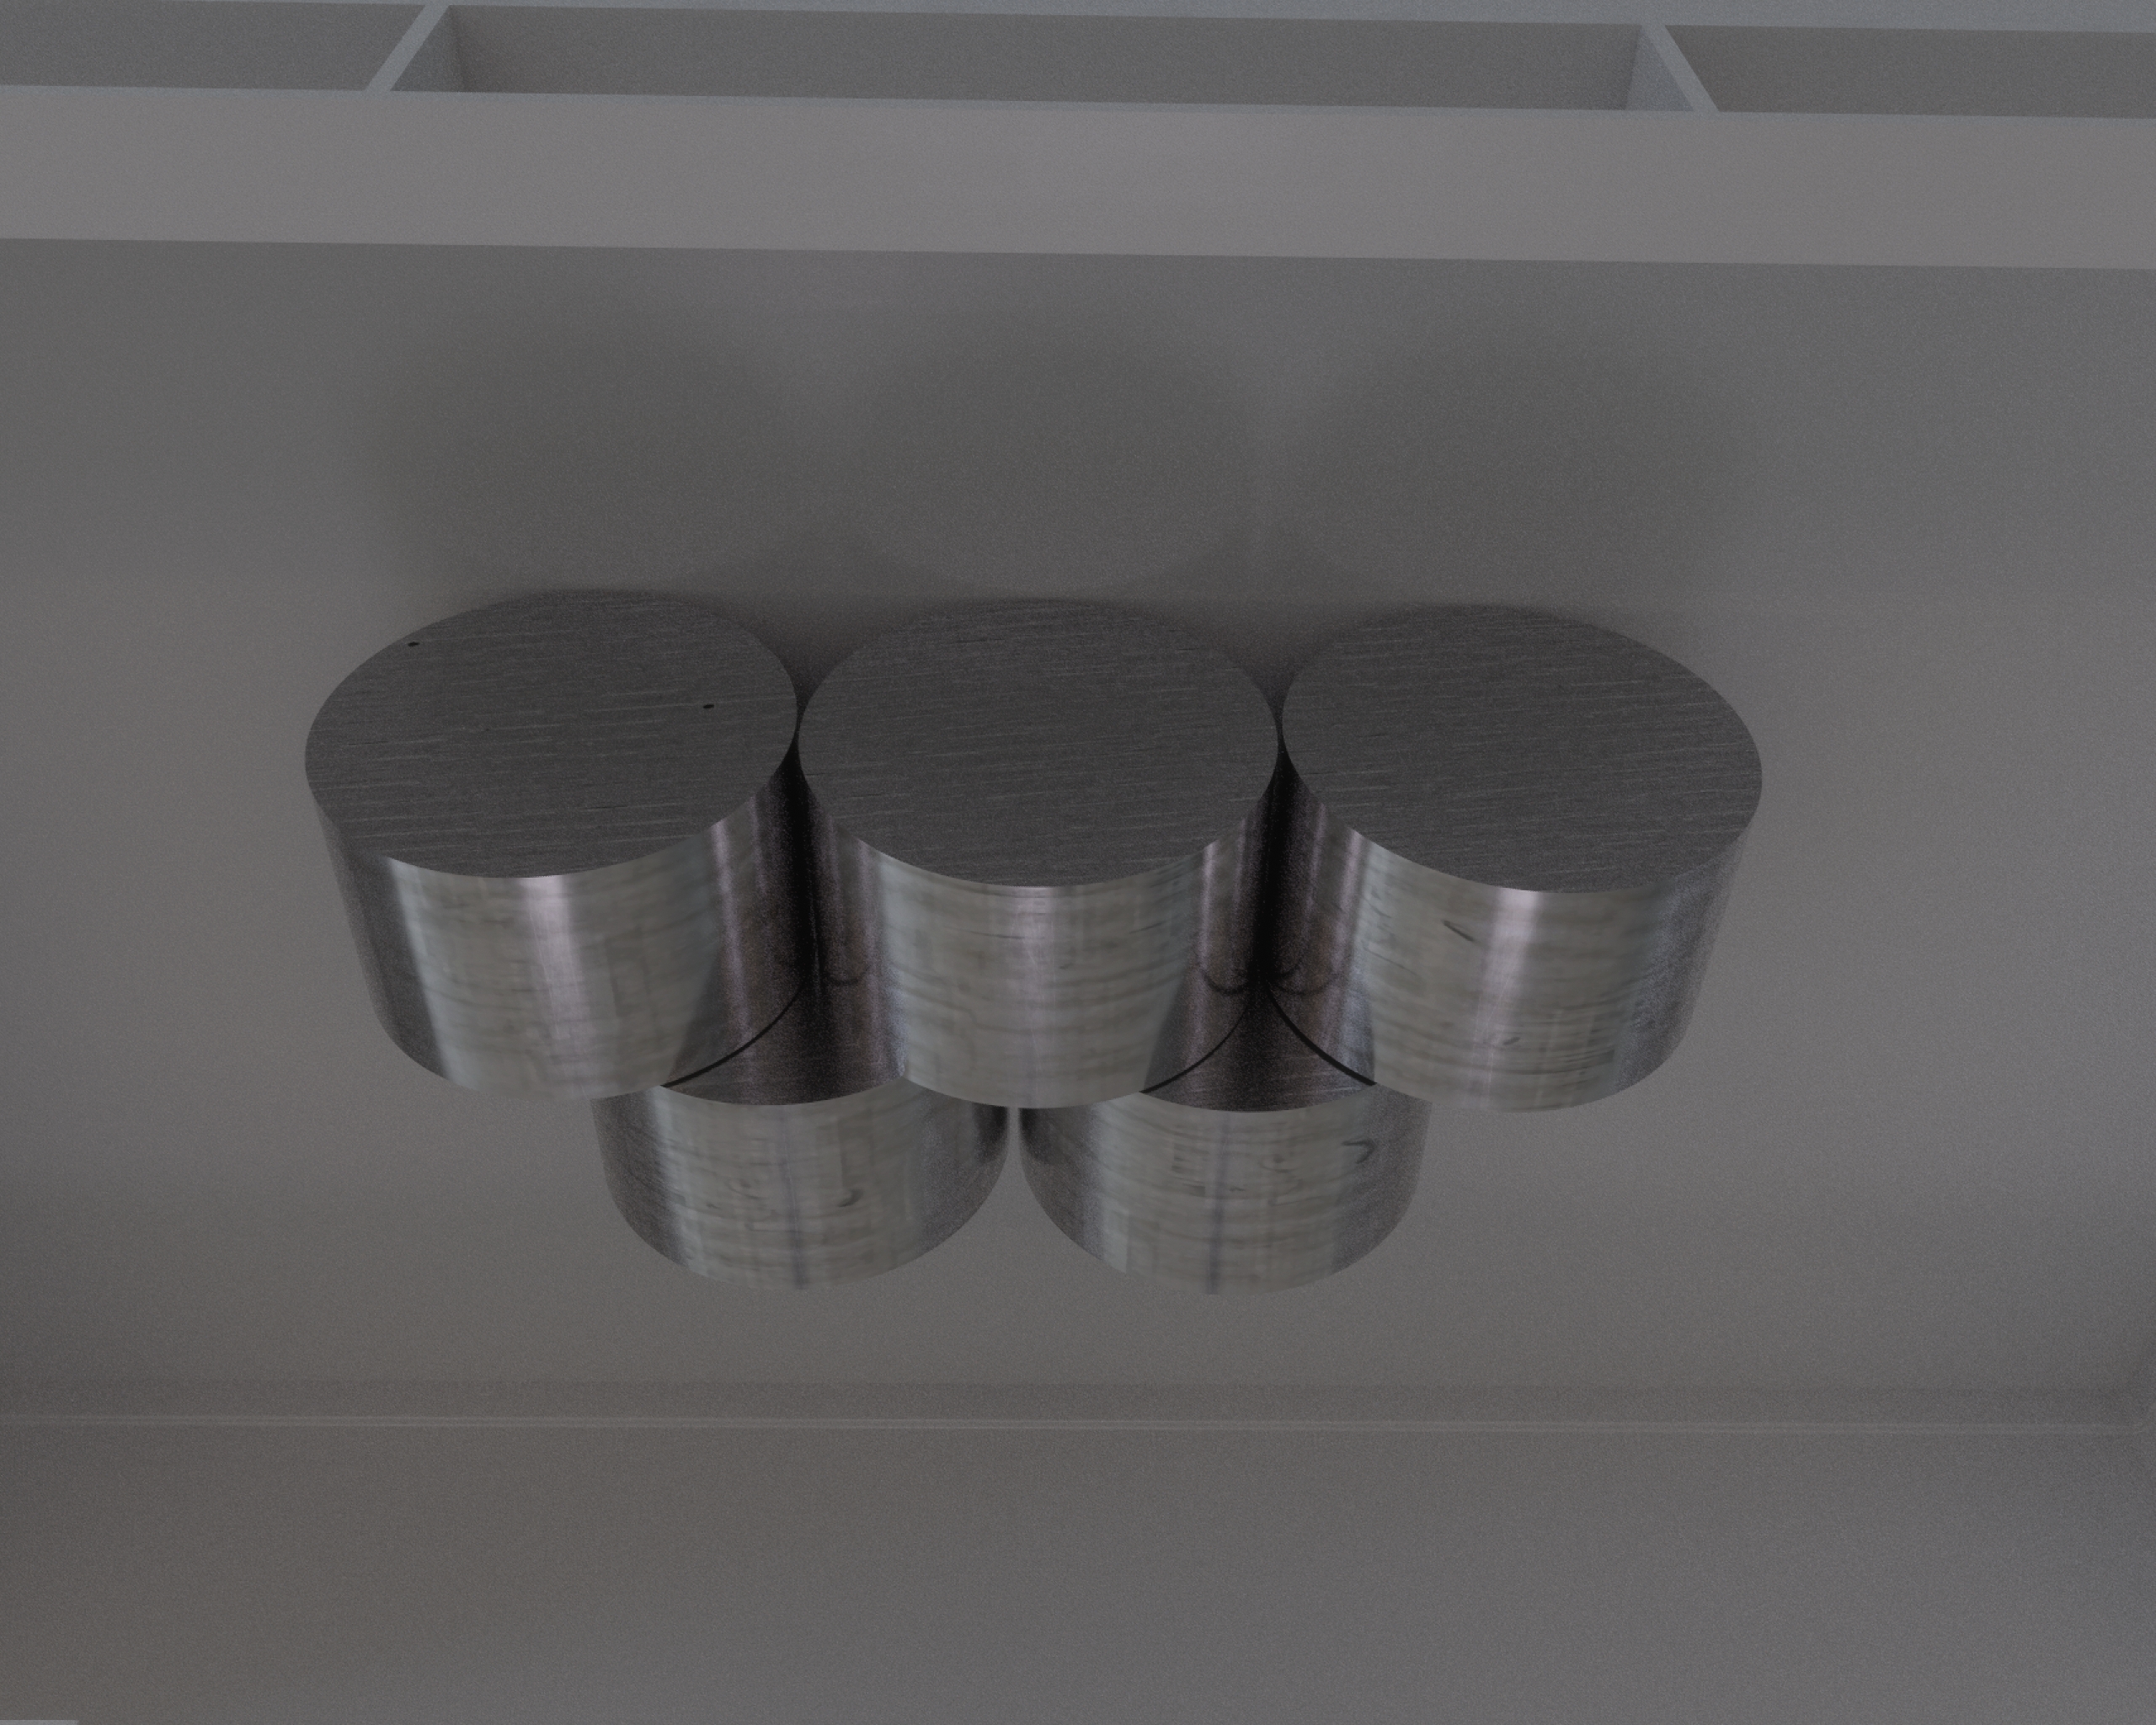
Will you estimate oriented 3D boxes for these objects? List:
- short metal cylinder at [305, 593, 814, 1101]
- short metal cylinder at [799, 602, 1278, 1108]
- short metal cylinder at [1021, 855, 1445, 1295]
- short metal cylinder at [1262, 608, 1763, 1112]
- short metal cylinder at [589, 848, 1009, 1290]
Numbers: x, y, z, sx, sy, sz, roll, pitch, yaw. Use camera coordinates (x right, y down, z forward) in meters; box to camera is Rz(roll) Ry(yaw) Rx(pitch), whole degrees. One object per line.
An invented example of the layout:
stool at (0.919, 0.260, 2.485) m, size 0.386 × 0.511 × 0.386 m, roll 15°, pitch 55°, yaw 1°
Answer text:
short metal cylinder at (-0.088, -0.004, 0.366) m, size 0.081 × 0.080 × 0.050 m, roll 1°, pitch 130°, yaw -1°
short metal cylinder at (-0.007, -0.003, 0.368) m, size 0.081 × 0.080 × 0.050 m, roll 1°, pitch 130°, yaw -1°
short metal cylinder at (0.029, 0.036, 0.401) m, size 0.081 × 0.080 × 0.050 m, roll 1°, pitch 130°, yaw -1°
short metal cylinder at (0.074, -0.002, 0.369) m, size 0.081 × 0.080 × 0.050 m, roll 1°, pitch 130°, yaw -1°
short metal cylinder at (-0.053, 0.034, 0.399) m, size 0.081 × 0.080 × 0.050 m, roll 1°, pitch 130°, yaw -1°
